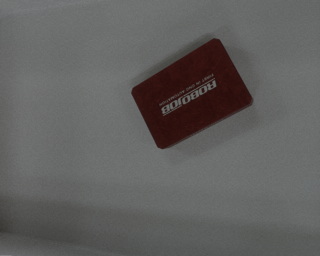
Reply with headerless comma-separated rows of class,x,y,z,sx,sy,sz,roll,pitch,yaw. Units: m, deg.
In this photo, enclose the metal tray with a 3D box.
metal tray,0.039,-0.040,0.394,0.130,0.030,0.090,-29,81,17
